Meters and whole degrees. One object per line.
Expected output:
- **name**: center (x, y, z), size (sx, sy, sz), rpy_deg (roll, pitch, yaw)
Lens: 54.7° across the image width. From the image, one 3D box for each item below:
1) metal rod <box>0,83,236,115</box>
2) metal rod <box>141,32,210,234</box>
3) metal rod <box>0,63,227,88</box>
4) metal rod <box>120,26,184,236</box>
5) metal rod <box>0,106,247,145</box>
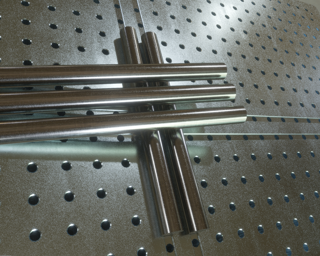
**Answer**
- **metal rod**: center (-0.038, -0.038, 0.386), size (0.303, 0.025, 0.025), rpy_deg (-5, 64, -22)
- **metal rod**: center (0.014, -0.011, 0.424), size (0.025, 0.025, 0.299), rpy_deg (1, 61, -28)
- **metal rod**: center (-0.047, -0.070, 0.400), size (0.303, 0.025, 0.025), rpy_deg (-6, 65, -22)
- **metal rod**: center (-0.017, -0.014, 0.409), size (0.025, 0.025, 0.299), rpy_deg (1, 61, -28)
- **metal rod**: center (-0.029, -0.007, 0.371), size (0.303, 0.025, 0.025), rpy_deg (-5, 64, -21)
